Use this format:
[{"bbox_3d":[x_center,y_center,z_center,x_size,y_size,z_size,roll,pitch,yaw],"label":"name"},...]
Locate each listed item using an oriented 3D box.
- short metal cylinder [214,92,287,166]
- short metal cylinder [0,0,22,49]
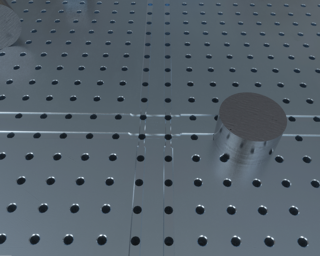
[{"bbox_3d":[0.112,0.000,0.393,0.081,0.050,0.080,0,50,0],"label":"short metal cylinder"},{"bbox_3d":[-0.283,-0.180,0.519,0.081,0.080,0.050,-28,56,-22],"label":"short metal cylinder"}]
